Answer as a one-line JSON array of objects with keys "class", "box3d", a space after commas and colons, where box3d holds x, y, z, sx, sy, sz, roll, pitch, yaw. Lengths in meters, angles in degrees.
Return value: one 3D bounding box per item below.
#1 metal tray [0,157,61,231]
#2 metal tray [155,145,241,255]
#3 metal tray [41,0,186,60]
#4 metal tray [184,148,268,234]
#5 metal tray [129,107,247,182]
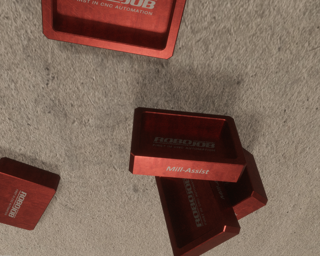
[{"class": "metal tray", "box3d": [-0.226, 0.109, 0.494, 0.090, 0.030, 0.129, 24, 126, -20]}, {"class": "metal tray", "box3d": [0.044, 0.096, 0.419, 0.030, 0.130, 0.090, 22, 128, -37]}, {"class": "metal tray", "box3d": [-0.043, -0.123, 0.298, 0.131, 0.030, 0.089, 8, 130, -8]}, {"class": "metal tray", "box3d": [0.083, 0.095, 0.446, 0.030, 0.090, 0.130, 34, 122, -26]}, {"class": "metal tray", "box3d": [0.031, 0.018, 0.380, 0.131, 0.090, 0.030, 5, 130, -5]}]
